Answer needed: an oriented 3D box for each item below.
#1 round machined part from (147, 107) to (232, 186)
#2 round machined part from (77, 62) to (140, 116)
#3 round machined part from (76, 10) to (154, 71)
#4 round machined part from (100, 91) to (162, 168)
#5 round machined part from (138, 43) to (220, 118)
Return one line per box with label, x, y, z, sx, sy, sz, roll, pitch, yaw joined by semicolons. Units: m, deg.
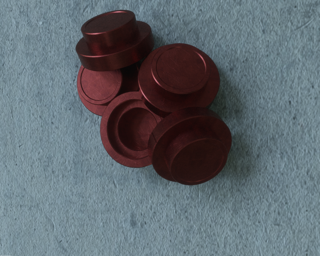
round machined part;0.038;0.028;0.358;0.098;0.098;0.042;-45;36;14
round machined part;-0.073;-0.064;0.427;0.098;0.042;0.097;0;90;19
round machined part;-0.059;-0.115;0.390;0.098;0.098;0.042;1;132;19
round machined part;-0.025;0.002;0.409;0.098;0.042;0.097;0;90;19
round machined part;0.023;-0.061;0.369;0.099;0.042;0.098;1;68;-3
